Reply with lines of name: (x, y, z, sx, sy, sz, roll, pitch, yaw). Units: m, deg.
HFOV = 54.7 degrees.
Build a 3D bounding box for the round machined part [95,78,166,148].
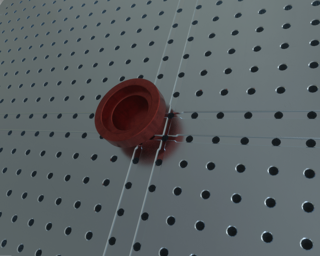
round machined part: (-0.037, -0.017, 0.425, 0.098, 0.042, 0.098, -13, 56, 20)
